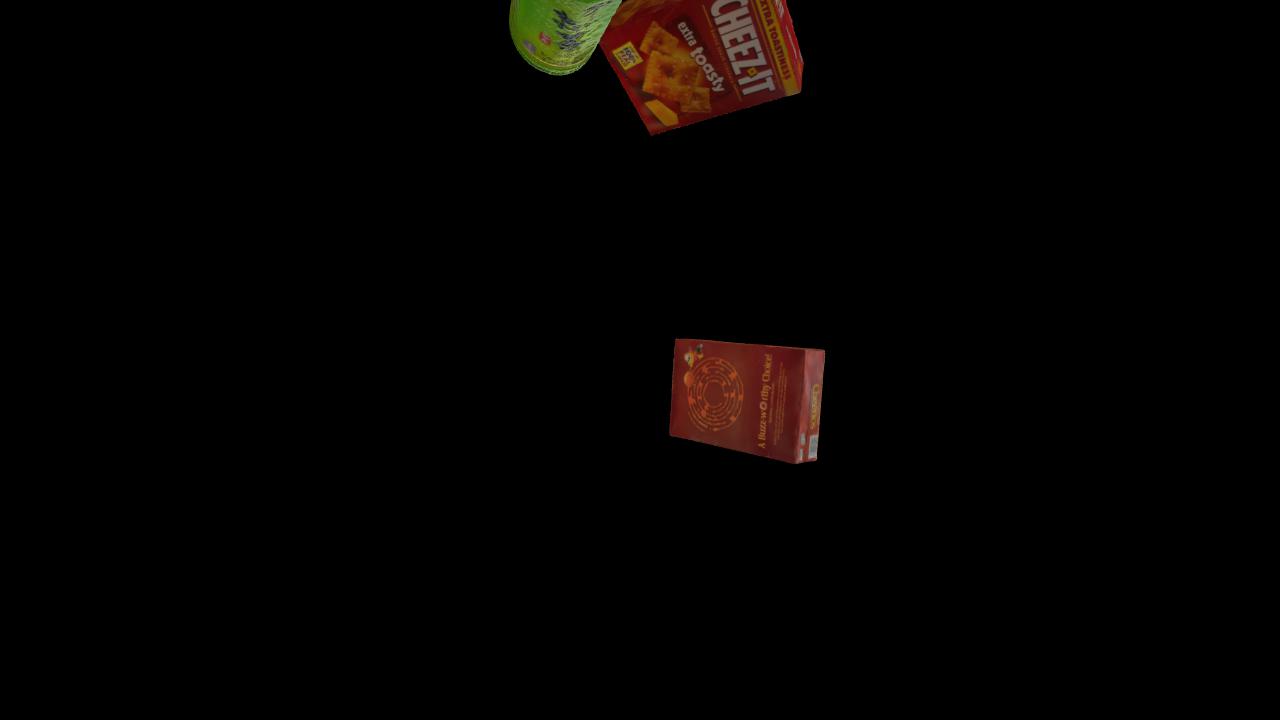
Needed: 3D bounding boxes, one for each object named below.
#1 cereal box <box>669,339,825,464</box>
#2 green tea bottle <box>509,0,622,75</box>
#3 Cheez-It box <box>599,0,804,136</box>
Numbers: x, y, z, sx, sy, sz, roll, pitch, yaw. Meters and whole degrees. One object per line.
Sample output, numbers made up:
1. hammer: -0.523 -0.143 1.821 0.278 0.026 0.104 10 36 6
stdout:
1. cereal box: 0.193 0.068 1.173 0.081 0.203 0.306 0 4 -44
2. green tea bottle: -0.042 -0.245 0.385 0.073 0.073 0.212 0 8 -13
3. Cheez-It box: 0.080 -0.397 0.790 0.223 0.071 0.166 -6 -34 28
